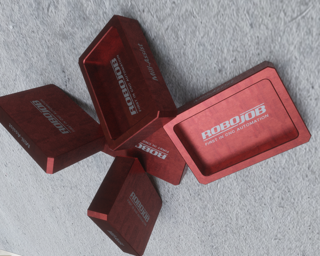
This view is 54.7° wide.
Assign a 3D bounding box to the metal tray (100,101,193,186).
[{"bbox_3d":[-0.019,0.014,0.422,0.130,0.030,0.089,23,127,13],"label":"metal tray"}]

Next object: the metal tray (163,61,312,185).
[{"bbox_3d":[0.081,-0.002,0.339,0.130,0.030,0.090,-28,104,22],"label":"metal tray"}]

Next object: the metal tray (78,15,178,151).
[{"bbox_3d":[-0.042,-0.050,0.357,0.090,0.030,0.130,-36,70,38],"label":"metal tray"}]

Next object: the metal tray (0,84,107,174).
[{"bbox_3d":[-0.147,-0.005,0.419,0.130,0.091,0.030,39,131,23],"label":"metal tray"}]

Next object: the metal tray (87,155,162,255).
[{"bbox_3d":[-0.042,0.110,0.430,0.030,0.090,0.130,6,142,26],"label":"metal tray"}]
